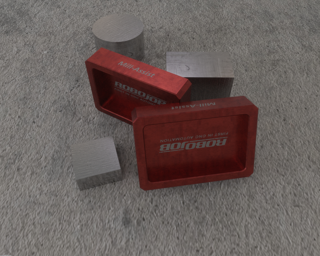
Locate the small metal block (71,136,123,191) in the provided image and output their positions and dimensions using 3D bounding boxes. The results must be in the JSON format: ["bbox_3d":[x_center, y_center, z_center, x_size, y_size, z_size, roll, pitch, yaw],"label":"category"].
[{"bbox_3d":[-0.075,0.041,0.368,0.050,0.025,0.050,-13,51,-11],"label":"small metal block"}]

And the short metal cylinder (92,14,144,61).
[{"bbox_3d":[-0.066,-0.143,0.507,0.081,0.050,0.080,0,50,0],"label":"short metal cylinder"}]

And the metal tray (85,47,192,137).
[{"bbox_3d":[-0.028,-0.040,0.394,0.130,0.090,0.030,23,54,18],"label":"metal tray"}]

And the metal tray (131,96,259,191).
[{"bbox_3d":[0.038,0.017,0.344,0.131,0.089,0.030,-7,26,-6],"label":"metal tray"}]

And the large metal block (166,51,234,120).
[{"bbox_3d":[0.048,-0.054,0.413,0.080,0.080,0.050,0,50,0],"label":"large metal block"}]
